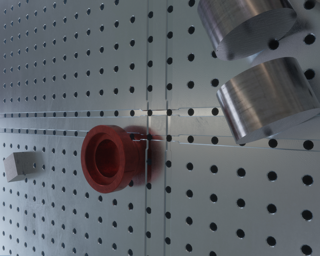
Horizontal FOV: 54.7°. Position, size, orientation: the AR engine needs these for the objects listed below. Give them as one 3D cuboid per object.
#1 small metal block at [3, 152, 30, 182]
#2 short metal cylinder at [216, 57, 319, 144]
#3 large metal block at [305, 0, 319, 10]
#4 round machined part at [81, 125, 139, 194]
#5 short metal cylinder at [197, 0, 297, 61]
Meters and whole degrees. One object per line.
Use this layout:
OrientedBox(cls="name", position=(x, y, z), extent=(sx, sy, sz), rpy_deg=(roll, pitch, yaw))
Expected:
OrientedBox(cls="small metal block", position=(-0.309, 0.084, 0.665), extent=(0.050, 0.025, 0.050), rpy_deg=(-30, 72, 36))
OrientedBox(cls="short metal cylinder", position=(0.100, -0.023, 0.291), extent=(0.080, 0.081, 0.050), rpy_deg=(-31, 71, 36))
OrientedBox(cls="large metal block", position=(0.171, -0.127, 0.252), extent=(0.080, 0.050, 0.080), rpy_deg=(51, 120, 27))
OrientedBox(cls="round machined part", position=(-0.070, 0.044, 0.456), extent=(0.098, 0.042, 0.097), rpy_deg=(0, 90, 40))
OrientedBox(cls="short metal cylinder", position=(0.084, -0.110, 0.305), extent=(0.080, 0.081, 0.050), rpy_deg=(-31, 71, 36))
